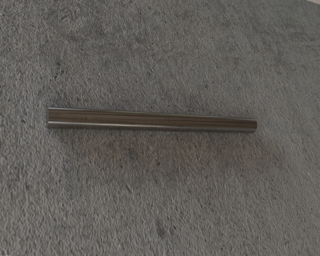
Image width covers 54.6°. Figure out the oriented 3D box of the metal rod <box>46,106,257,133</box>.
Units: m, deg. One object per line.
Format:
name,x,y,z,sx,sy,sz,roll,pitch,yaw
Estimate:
metal rod,0.009,-0.008,0.414,0.302,0.025,0.025,2,61,-27
